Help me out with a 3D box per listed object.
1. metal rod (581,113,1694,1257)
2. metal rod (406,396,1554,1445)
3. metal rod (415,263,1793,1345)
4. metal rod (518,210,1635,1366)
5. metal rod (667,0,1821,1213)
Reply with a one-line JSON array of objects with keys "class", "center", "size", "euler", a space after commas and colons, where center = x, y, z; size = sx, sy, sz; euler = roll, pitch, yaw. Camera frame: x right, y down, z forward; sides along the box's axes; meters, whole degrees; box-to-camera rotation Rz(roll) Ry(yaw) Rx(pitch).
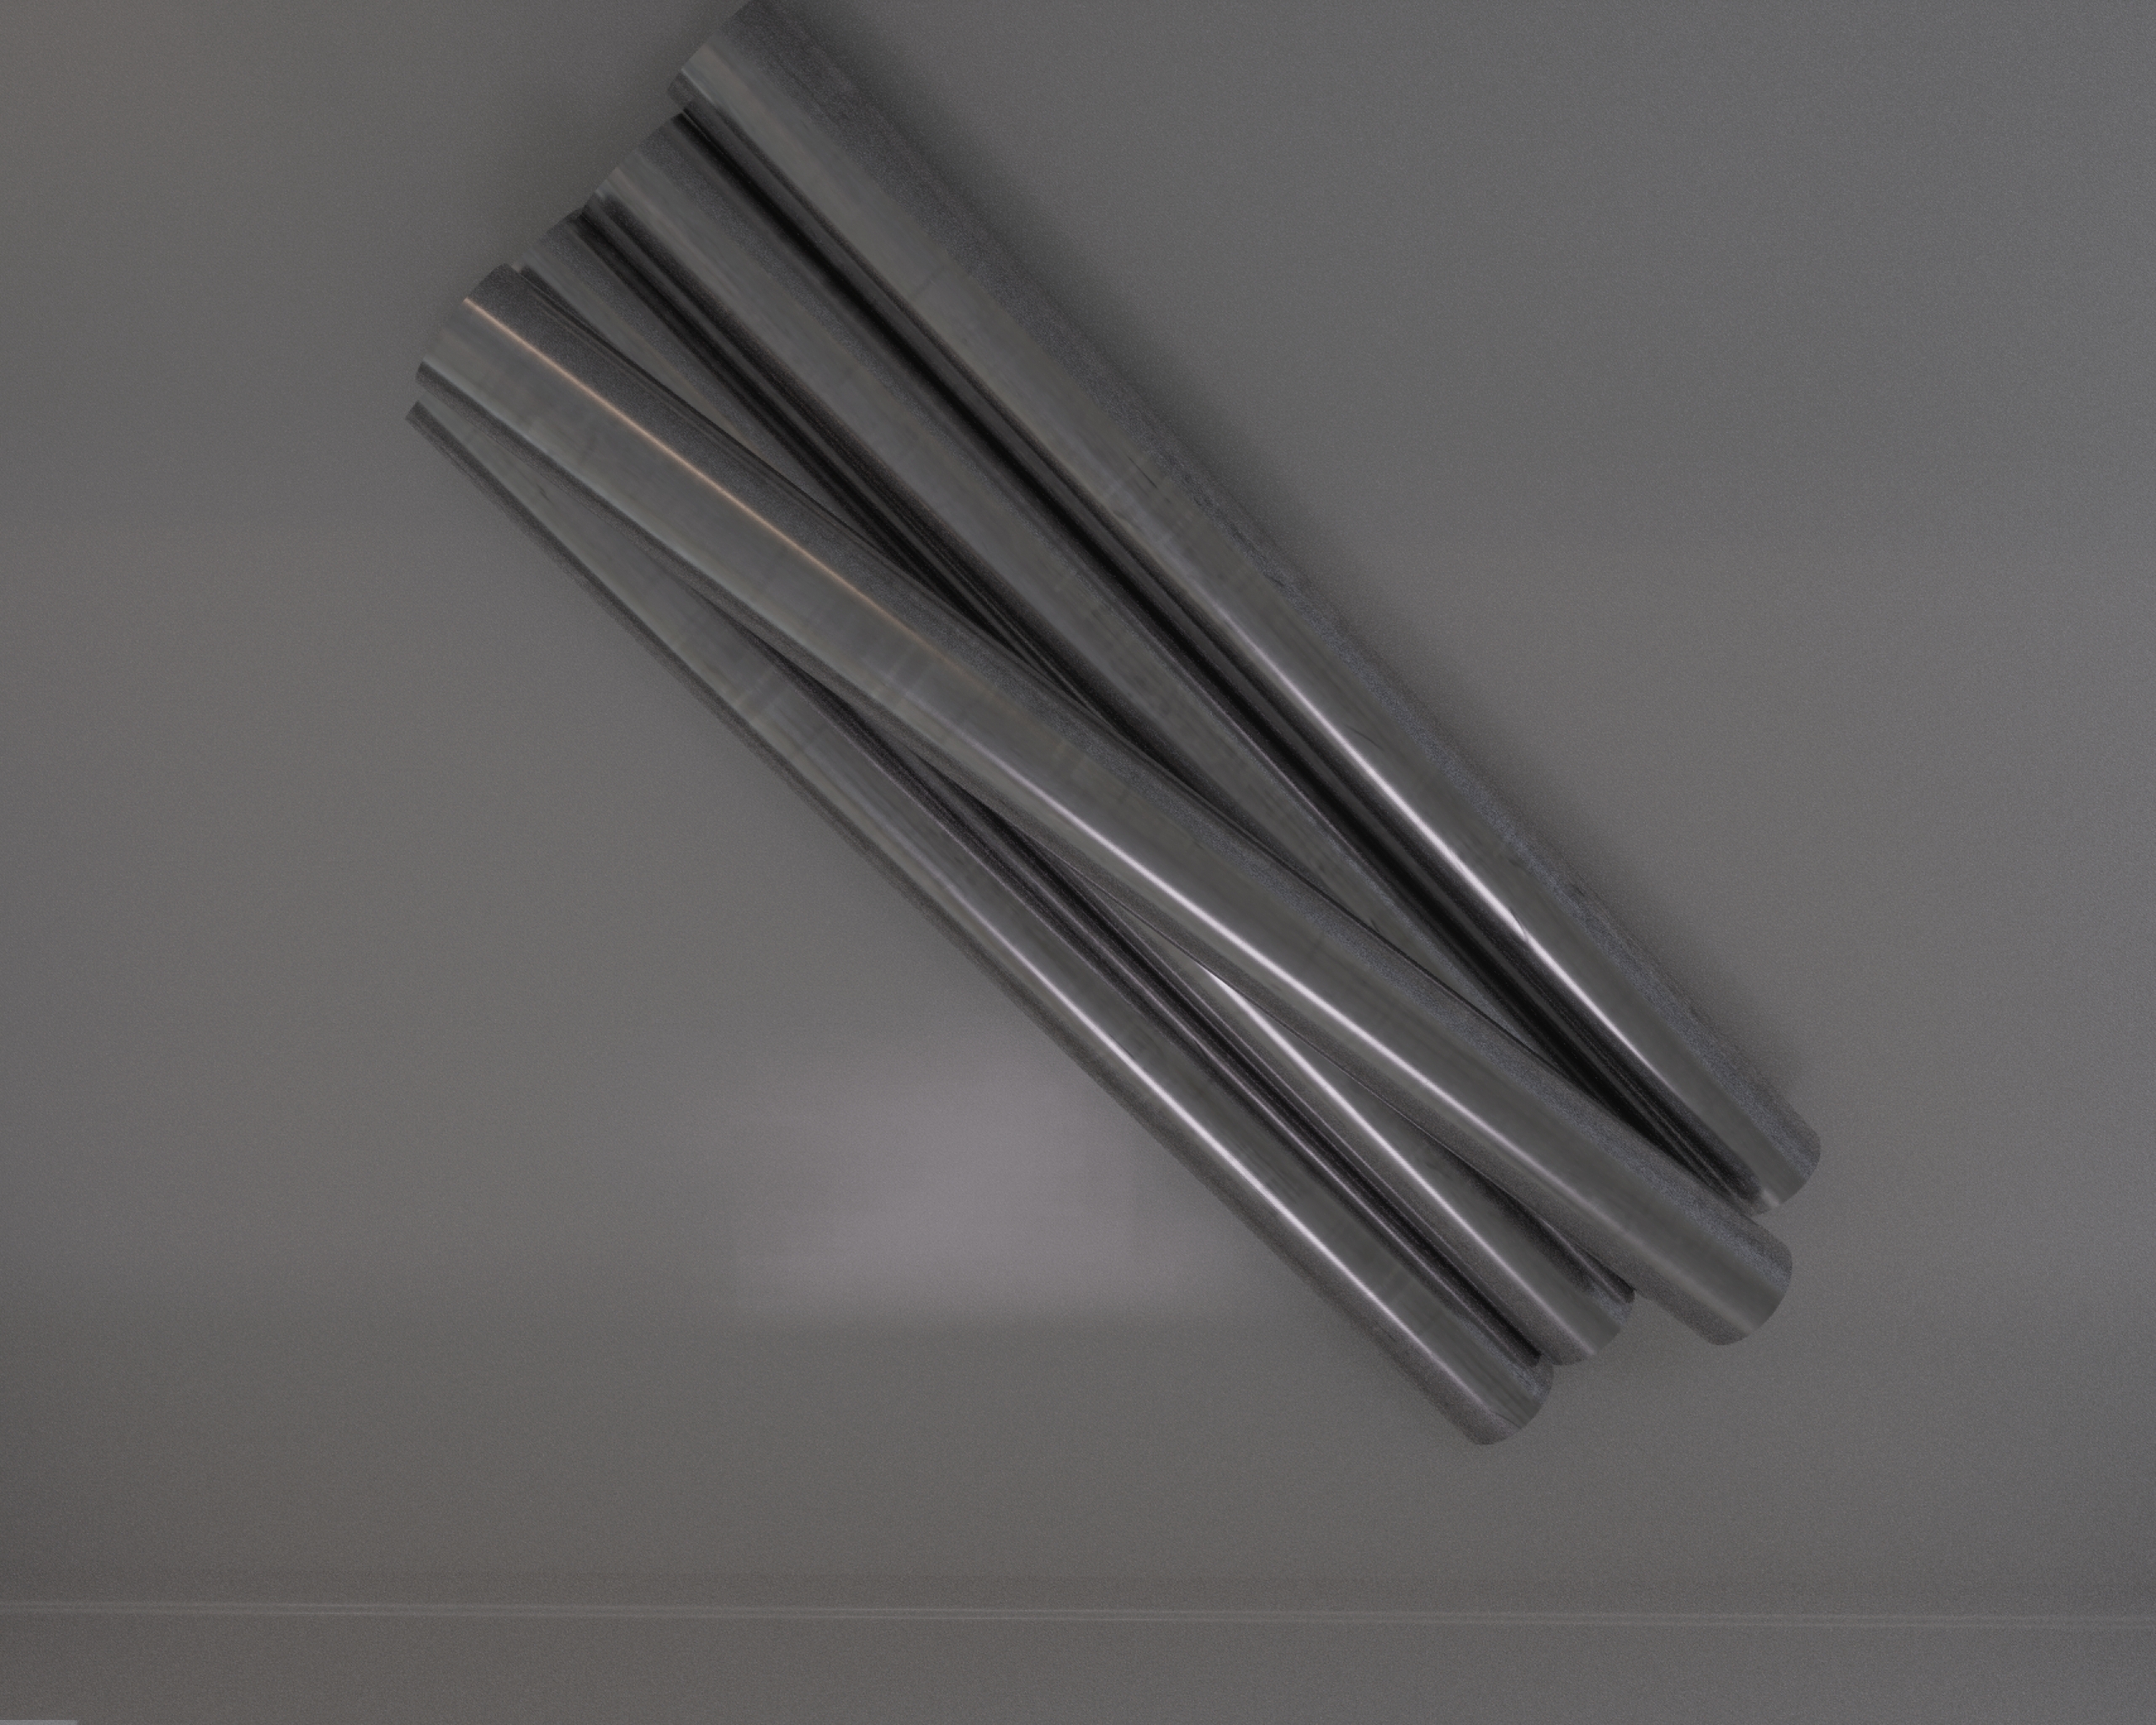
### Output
[{"class": "metal rod", "center": [0.025, -0.020, 0.403], "size": [0.025, 0.025, 0.300], "euler": [-41, 105, 14]}, {"class": "metal rod", "center": [-0.009, 0.014, 0.415], "size": [0.025, 0.025, 0.300], "euler": [-41, 105, 14]}, {"class": "metal rod", "center": [0.015, -0.002, 0.382], "size": [0.301, 0.025, 0.025], "euler": [37, 106, -13]}, {"class": "metal rod", "center": [0.006, -0.005, 0.408], "size": [0.025, 0.025, 0.300], "euler": [-41, 105, 14]}, {"class": "metal rod", "center": [0.041, -0.038, 0.396], "size": [0.025, 0.025, 0.300], "euler": [-41, 105, 14]}]
